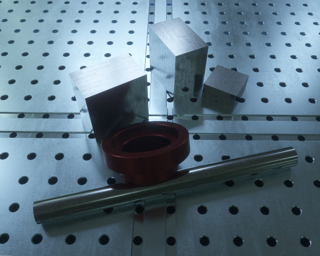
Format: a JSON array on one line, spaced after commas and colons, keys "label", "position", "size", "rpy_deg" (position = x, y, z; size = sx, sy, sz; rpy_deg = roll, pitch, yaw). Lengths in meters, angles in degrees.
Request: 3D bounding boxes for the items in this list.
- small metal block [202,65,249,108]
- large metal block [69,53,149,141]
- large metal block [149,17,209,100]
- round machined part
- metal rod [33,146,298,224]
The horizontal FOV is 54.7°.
[{"label": "small metal block", "position": [0.097, -0.063, 0.461], "size": [0.050, 0.025, 0.050], "rpy_deg": [24, 54, 19]}, {"label": "large metal block", "position": [-0.063, -0.040, 0.405], "size": [0.081, 0.080, 0.050], "rpy_deg": [-25, 55, -20]}, {"label": "large metal block", "position": [0.024, -0.103, 0.458], "size": [0.050, 0.080, 0.080], "rpy_deg": [-22, 53, -17]}, {"label": "round machined part", "position": [-0.014, 0.029, 0.355], "size": [0.099, 0.042, 0.098], "rpy_deg": [-6, 22, 3]}, {"label": "metal rod", "position": [0.015, 0.062, 0.355], "size": [0.302, 0.025, 0.025], "rpy_deg": [-11, 51, -9]}]
